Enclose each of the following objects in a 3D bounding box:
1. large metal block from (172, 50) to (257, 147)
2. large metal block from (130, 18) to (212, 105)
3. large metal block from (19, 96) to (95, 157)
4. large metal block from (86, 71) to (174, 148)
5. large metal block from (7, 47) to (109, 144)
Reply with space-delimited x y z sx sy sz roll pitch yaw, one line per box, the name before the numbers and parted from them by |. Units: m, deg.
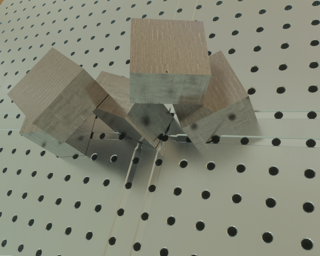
large metal block | 0.060 -0.035 0.382 0.080 0.050 0.080 -27 53 11
large metal block | 0.008 -0.074 0.344 0.081 0.050 0.080 1 58 -5
large metal block | -0.144 -0.011 0.452 0.050 0.080 0.080 -6 59 25
large metal block | -0.041 -0.024 0.407 0.080 0.080 0.050 20 73 35
large metal block | -0.124 -0.041 0.377 0.080 0.050 0.080 -49 51 -7
